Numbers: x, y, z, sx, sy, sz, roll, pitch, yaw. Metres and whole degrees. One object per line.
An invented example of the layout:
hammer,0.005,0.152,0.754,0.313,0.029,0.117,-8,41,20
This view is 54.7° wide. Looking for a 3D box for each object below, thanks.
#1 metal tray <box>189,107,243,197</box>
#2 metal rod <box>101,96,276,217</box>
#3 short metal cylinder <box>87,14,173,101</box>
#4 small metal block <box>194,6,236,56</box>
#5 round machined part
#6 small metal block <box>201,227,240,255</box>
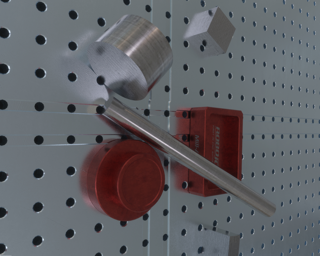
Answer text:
metal tray,0.088,0.035,0.479,0.091,0.030,0.129,3,88,-40
metal rod,0.054,0.050,0.419,0.301,0.025,0.025,34,69,-24
short metal cylinder,-0.033,-0.077,0.346,0.080,0.080,0.050,52,60,-27
small metal block,0.086,-0.149,0.481,0.050,0.025,0.050,37,67,-34
round machined part,-0.033,0.062,0.371,0.099,0.042,0.097,0,90,-40
small metal block,0.091,0.182,0.469,0.025,0.050,0.050,12,83,-40
